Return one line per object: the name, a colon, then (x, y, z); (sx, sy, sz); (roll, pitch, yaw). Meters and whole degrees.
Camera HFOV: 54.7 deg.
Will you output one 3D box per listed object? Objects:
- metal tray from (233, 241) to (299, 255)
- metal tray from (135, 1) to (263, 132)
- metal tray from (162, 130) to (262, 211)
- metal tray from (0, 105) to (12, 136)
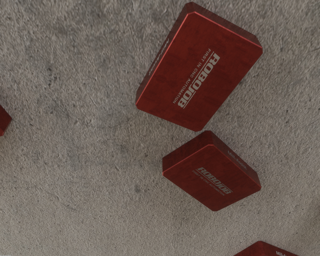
metal tray: (0.227, 0.287, 0.651); (0.131, 0.030, 0.090); (27, 125, -21)
metal tray: (0.039, -0.062, 0.352); (0.091, 0.030, 0.129); (21, 127, -18)
metal tray: (0.078, 0.069, 0.463); (0.090, 0.030, 0.130); (-35, 122, 26)
metal tray: (-0.271, -0.015, 0.388); (0.130, 0.030, 0.090); (-16, 129, 13)
